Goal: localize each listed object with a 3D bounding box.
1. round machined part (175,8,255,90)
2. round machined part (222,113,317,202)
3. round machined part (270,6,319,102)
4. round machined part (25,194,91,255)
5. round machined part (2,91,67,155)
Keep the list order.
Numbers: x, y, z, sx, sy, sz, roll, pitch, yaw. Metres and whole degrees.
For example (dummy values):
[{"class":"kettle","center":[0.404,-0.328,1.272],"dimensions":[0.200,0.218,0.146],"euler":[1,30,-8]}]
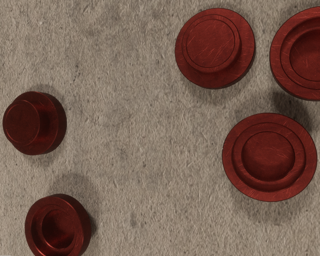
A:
[{"class":"round machined part","center":[0.065,-0.098,0.377],"dimensions":[0.098,0.042,0.097],"euler":[0,90,19]},{"class":"round machined part","center":[0.124,0.032,0.356],"dimensions":[0.098,0.042,0.097],"euler":[0,90,19]},{"class":"round machined part","center":[0.172,-0.078,0.339],"dimensions":[0.098,0.042,0.097],"euler":[0,90,19]},{"class":"round machined part","center":[-0.142,0.144,0.448],"dimensions":[0.098,0.042,0.097],"euler":[0,90,19]},{"class":"round machined part","center":[-0.195,-0.007,0.467],"dimensions":[0.098,0.042,0.097],"euler":[0,90,19]}]
